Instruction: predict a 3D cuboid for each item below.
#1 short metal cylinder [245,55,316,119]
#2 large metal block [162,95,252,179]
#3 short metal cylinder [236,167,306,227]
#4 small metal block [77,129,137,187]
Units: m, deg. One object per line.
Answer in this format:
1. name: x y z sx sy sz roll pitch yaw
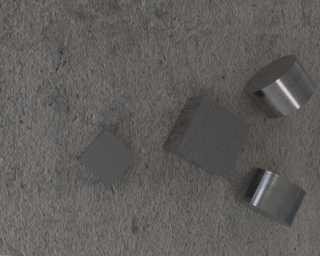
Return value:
1. short metal cylinder: 0.171 -0.059 0.443 0.080 0.080 0.050 -45 104 -14
2. large metal block: 0.063 0.012 0.419 0.080 0.050 0.080 30 80 -18
3. short metal cylinder: 0.156 0.097 0.437 0.080 0.080 0.050 33 80 -17
4. small metal block: -0.066 0.036 0.385 0.050 0.025 0.050 44 76 -15
